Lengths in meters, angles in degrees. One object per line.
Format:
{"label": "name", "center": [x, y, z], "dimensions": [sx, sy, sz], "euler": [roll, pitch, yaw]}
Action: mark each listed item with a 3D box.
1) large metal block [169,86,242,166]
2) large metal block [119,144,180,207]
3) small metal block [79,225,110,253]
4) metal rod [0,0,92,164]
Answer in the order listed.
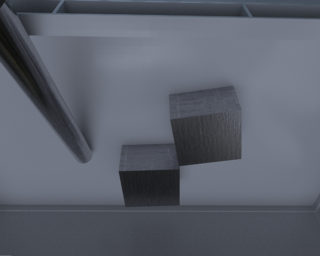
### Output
{"label": "large metal block", "center": [0.058, -0.001, 0.393], "dimensions": [0.080, 0.050, 0.080], "euler": [-8, 130, 6]}
{"label": "large metal block", "center": [-0.013, 0.070, 0.452], "dimensions": [0.081, 0.050, 0.079], "euler": [-2, 130, 1]}
{"label": "small metal block", "center": [-0.126, 0.212, 0.590], "dimensions": [0.050, 0.025, 0.050], "euler": [9, 130, -8]}
{"label": "metal rod", "center": [-0.103, -0.015, 0.304], "dimensions": [0.025, 0.025, 0.299], "euler": [2, 159, -2]}
